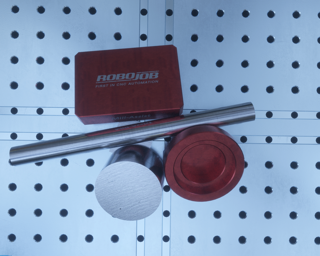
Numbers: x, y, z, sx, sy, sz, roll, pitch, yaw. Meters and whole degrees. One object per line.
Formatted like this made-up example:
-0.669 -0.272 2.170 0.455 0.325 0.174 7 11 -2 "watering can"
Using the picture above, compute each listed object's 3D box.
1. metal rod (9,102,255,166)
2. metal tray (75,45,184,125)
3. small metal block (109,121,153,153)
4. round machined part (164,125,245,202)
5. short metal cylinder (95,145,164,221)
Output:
-0.033 0.007 0.387 0.302 0.025 0.025 -11 90 -1 "metal rod"
-0.040 -0.056 0.396 0.131 0.030 0.090 -5 71 -1 "metal tray"
-0.036 0.015 0.421 0.050 0.025 0.050 18 90 -1 "small metal block"
0.053 0.041 0.394 0.099 0.042 0.097 -2 112 -4 "round machined part"
-0.035 0.068 0.389 0.080 0.050 0.079 1 109 5 "short metal cylinder"
